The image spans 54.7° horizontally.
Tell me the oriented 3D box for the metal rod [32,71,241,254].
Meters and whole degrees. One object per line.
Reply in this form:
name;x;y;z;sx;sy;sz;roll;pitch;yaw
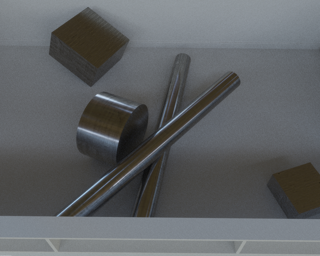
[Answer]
metal rod;-0.006;0.021;0.353;0.025;0.025;0.302;37;61;26

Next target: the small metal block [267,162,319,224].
small metal block;0.158;0.072;0.347;0.050;0.025;0.050;-14;52;-12

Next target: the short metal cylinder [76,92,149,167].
short metal cylinder;-0.054;0.002;0.367;0.050;0.080;0.080;19;53;15

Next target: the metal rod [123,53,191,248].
metal rod;0.006;0.002;0.403;0.025;0.025;0.300;9;50;7

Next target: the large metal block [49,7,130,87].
large metal block;-0.108;-0.124;0.472;0.080;0.050;0.080;38;56;-2
